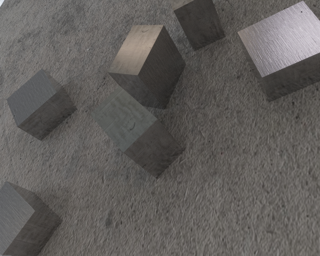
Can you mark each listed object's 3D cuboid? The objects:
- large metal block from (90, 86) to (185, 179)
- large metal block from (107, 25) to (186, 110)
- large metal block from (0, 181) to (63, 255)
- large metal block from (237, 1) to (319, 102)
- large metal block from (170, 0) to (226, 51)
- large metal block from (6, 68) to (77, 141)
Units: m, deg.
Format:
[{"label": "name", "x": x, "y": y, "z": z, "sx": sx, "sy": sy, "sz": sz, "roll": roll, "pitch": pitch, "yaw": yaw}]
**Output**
[{"label": "large metal block", "x": -0.027, "y": 0.006, "z": 0.379, "sx": 0.050, "sy": 0.080, "sz": 0.080, "roll": -45, "pitch": 51, "yaw": -3}, {"label": "large metal block", "x": -0.015, "y": -0.083, "z": 0.427, "sx": 0.050, "sy": 0.080, "sz": 0.080, "roll": 12, "pitch": 68, "yaw": 33}, {"label": "large metal block", "x": -0.191, "y": 0.130, "z": 0.409, "sx": 0.080, "sy": 0.050, "sz": 0.080, "roll": 26, "pitch": 76, "yaw": 37}, {"label": "large metal block", "x": 0.148, "y": -0.089, "z": 0.365, "sx": 0.080, "sy": 0.050, "sz": 0.080, "roll": -23, "pitch": 53, "yaw": 14}, {"label": "large metal block", "x": 0.050, "y": -0.174, "z": 0.450, "sx": 0.050, "sy": 0.080, "sz": 0.080, "roll": -23, "pitch": 53, "yaw": 14}, {"label": "large metal block", "x": -0.198, "y": -0.040, "z": 0.516, "sx": 0.080, "sy": 0.050, "sz": 0.080, "roll": -41, "pitch": 51, "yaw": 0}]
